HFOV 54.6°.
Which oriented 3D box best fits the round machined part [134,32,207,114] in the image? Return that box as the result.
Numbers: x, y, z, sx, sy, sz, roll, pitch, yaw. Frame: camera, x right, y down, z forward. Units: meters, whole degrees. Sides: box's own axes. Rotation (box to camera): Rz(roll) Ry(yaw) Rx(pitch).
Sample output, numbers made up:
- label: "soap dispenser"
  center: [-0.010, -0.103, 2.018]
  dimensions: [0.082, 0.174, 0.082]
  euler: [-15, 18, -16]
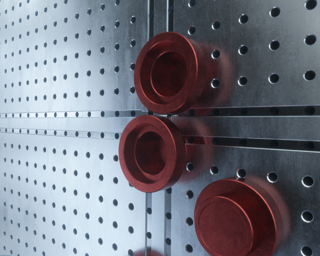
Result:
- label: "round machined part"
  center: [0.017, -0.066, 0.385]
  dimensions: [0.098, 0.042, 0.097]
  euler: [0, 90, 40]

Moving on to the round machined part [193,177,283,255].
- label: "round machined part"
  center: [0.077, 0.105, 0.336]
  dimensions: [0.098, 0.042, 0.097]
  euler: [0, 90, 40]

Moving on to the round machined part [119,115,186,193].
- label: "round machined part"
  center: [-0.005, 0.032, 0.404]
  dimensions: [0.098, 0.042, 0.097]
  euler: [0, 90, 40]
